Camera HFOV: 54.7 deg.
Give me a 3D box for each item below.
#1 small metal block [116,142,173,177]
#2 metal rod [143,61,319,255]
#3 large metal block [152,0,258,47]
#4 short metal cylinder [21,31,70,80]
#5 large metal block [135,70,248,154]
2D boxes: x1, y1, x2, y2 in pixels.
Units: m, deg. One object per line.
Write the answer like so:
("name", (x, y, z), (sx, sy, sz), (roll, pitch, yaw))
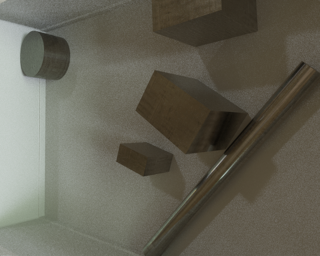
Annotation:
("small metal block", (-0.020, 0.039, 0.405), (0.050, 0.050, 0.025), (22, 104, 37))
("metal rod", (0.065, 0.056, 0.351), (0.025, 0.025, 0.298), (49, 119, 28))
("large metal block", (0.048, -0.127, 0.330), (0.080, 0.081, 0.050), (-4, 88, 39))
("short metal cylinder", (-0.207, -0.129, 0.558), (0.080, 0.050, 0.079), (0, 90, 39))
("large metal block", (0.035, -0.018, 0.341), (0.080, 0.081, 0.050), (41, 115, 32))
